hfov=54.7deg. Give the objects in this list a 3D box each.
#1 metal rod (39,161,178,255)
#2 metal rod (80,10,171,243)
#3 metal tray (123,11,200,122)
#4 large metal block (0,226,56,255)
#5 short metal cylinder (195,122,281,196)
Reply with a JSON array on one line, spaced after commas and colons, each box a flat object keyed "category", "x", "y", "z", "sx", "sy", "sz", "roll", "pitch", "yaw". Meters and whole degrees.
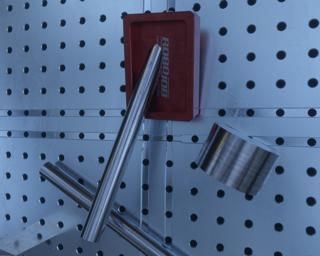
[{"category": "metal rod", "x": -0.052, "y": 0.137, "z": 0.430, "sx": 0.300, "sy": 0.025, "sz": 0.025, "roll": 31, "pitch": 100, "yaw": 17}, {"category": "metal rod", "x": -0.034, "y": -0.008, "z": 0.389, "sx": 0.025, "sy": 0.025, "sz": 0.299, "roll": 17, "pitch": 82, "yaw": 19}, {"category": "metal tray", "x": 0.002, "y": -0.076, "z": 0.392, "sx": 0.090, "sy": 0.030, "sz": 0.129, "roll": 5, "pitch": 105, "yaw": 19}, {"category": "large metal block", "x": -0.208, "y": 0.202, "z": 0.457, "sx": 0.050, "sy": 0.080, "sz": 0.079, "roll": 13, "pitch": 95, "yaw": 19}, {"category": "short metal cylinder", "x": 0.087, "y": 0.033, "z": 0.353, "sx": 0.080, "sy": 0.080, "sz": 0.050, "roll": 29, "pitch": 100, "yaw": 17}]
